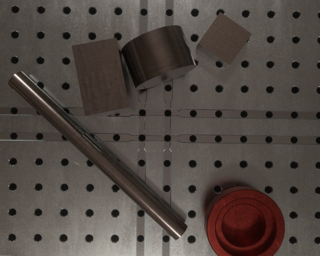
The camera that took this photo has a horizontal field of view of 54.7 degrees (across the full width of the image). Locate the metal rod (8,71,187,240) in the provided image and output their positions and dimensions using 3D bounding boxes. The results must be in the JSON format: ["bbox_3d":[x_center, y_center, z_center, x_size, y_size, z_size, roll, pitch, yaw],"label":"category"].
[{"bbox_3d":[-0.081,0.037,0.412,0.300,0.025,0.025,43,90,-1],"label":"metal rod"}]

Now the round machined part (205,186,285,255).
[{"bbox_3d":[0.107,0.125,0.406,0.099,0.042,0.097,0,90,-1],"label":"round machined part"}]

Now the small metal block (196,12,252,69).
[{"bbox_3d":[0.085,-0.116,0.414,0.050,0.025,0.050,35,90,-1],"label":"small metal block"}]

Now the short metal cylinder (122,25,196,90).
[{"bbox_3d":[-0.001,-0.086,0.386,0.080,0.080,0.050,-21,90,0],"label":"short metal cylinder"}]

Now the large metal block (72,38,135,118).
[{"bbox_3d":[-0.066,-0.057,0.385,0.050,0.080,0.080,-11,90,0],"label":"large metal block"}]
